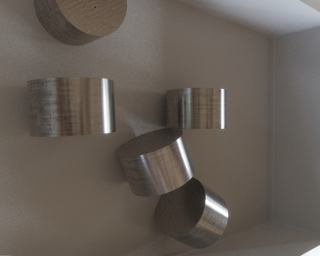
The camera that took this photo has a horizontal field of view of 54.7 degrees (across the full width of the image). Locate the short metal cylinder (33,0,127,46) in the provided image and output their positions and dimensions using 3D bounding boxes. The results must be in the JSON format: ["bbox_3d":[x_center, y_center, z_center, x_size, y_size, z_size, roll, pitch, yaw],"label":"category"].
[{"bbox_3d":[-0.082,-0.131,0.322,0.081,0.050,0.079,0,90,-40],"label":"short metal cylinder"}]

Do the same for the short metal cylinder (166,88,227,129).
[{"bbox_3d":[0.048,-0.024,0.413,0.081,0.080,0.050,-1,91,-40],"label":"short metal cylinder"}]

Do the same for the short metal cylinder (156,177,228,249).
[{"bbox_3d":[0.041,0.111,0.408,0.050,0.080,0.080,38,67,-34],"label":"short metal cylinder"}]

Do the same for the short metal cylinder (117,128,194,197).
[{"bbox_3d":[-0.005,0.038,0.369,0.081,0.080,0.050,-29,109,-36],"label":"short metal cylinder"}]

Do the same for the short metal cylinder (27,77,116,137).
[{"bbox_3d":[-0.084,-0.020,0.301,0.081,0.080,0.050,-5,93,-40],"label":"short metal cylinder"}]
